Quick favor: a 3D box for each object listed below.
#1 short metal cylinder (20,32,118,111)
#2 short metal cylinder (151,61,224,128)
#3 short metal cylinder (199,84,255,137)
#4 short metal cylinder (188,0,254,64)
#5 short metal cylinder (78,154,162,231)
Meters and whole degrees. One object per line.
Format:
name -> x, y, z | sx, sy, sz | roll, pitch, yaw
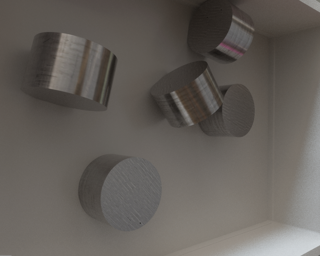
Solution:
short metal cylinder -> -0.086, -0.051, 0.300 | 0.081, 0.080, 0.050 | 17, 79, -39
short metal cylinder -> 0.035, -0.045, 0.402 | 0.080, 0.080, 0.050 | -46, 118, -30
short metal cylinder -> 0.102, -0.026, 0.478 | 0.081, 0.050, 0.079 | 0, 90, -40
short metal cylinder -> 0.086, -0.138, 0.445 | 0.050, 0.080, 0.080 | 12, 82, -40
short metal cylinder -> -0.045, 0.071, 0.355 | 0.081, 0.050, 0.079 | 0, 90, -40
